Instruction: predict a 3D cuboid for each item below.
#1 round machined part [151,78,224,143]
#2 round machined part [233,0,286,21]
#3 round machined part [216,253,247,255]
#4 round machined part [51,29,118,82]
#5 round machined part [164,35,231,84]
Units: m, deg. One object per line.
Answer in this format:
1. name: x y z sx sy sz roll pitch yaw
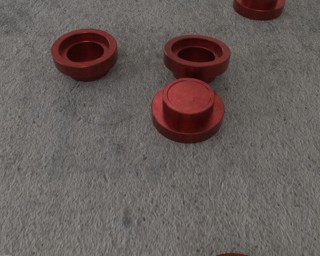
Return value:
1. round machined part: 0.037 -0.030 0.418 0.099 0.042 0.098 0 50 0
2. round machined part: 0.197 -0.256 0.609 0.099 0.042 0.098 0 50 0
3. round machined part: 0.063 0.161 0.257 0.099 0.042 0.098 0 50 0
4. round machined part: -0.114 -0.110 0.483 0.099 0.042 0.098 0 50 0
5. round machined part: 0.055 -0.101 0.471 0.099 0.042 0.098 1 42 -1
